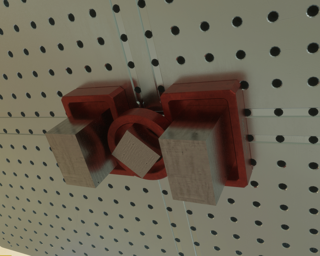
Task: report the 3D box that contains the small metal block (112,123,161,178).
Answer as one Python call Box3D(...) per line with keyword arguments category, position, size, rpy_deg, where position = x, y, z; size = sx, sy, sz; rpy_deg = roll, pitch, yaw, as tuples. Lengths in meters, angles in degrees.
Box3D(category="small metal block", position=(-0.025, 0.027, 0.389), size=(0.050, 0.025, 0.050), rpy_deg=(38, 129, 2))

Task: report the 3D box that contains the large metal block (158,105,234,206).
Box3D(category="large metal block", position=(0.046, 0.027, 0.351), size=(0.050, 0.080, 0.080), rpy_deg=(2, 119, 28))

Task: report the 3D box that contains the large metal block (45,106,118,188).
Box3D(category="large metal block", position=(-0.097, 0.023, 0.424), size=(0.050, 0.080, 0.080), rpy_deg=(1, 119, 28))

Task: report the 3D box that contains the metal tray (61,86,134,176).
Box3D(category="metal tray", position=(-0.081, 0.007, 0.454), size=(0.090, 0.030, 0.129), rpy_deg=(1, 119, 28))

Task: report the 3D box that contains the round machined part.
Box3D(category="round machined part", position=(-0.016, 0.017, 0.408), size=(0.098, 0.042, 0.097), rpy_deg=(13, 124, 21))

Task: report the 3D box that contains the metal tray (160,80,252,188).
Box3D(category="metal tray", position=(0.059, 0.010, 0.382), size=(0.090, 0.030, 0.129), rpy_deg=(0, 118, 28))
